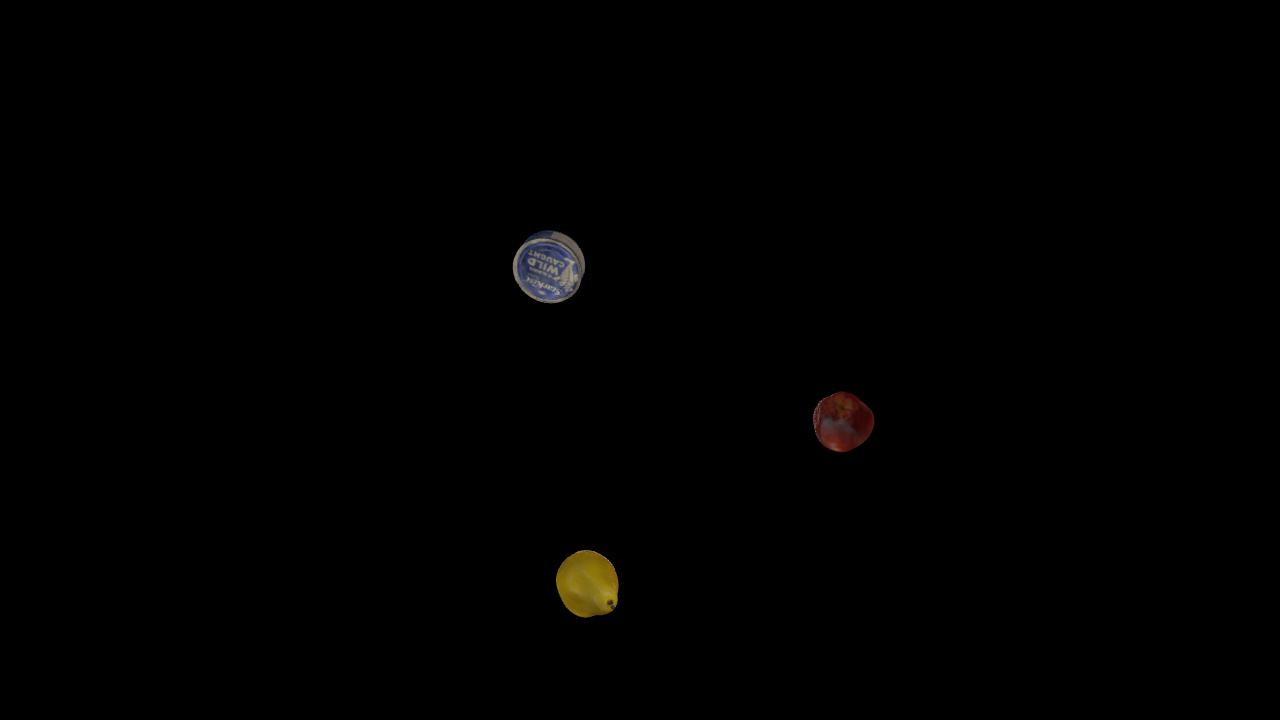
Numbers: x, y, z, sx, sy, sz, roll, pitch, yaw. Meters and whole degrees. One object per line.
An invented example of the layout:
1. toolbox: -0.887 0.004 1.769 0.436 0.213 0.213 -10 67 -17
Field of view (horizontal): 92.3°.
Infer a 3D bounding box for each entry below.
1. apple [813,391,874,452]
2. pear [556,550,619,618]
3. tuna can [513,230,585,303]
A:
1. apple: 0.273 0.083 0.826 0.079 0.079 0.093 0 -35 21
2. pear: -0.050 0.279 0.741 0.080 0.080 0.111 0 11 -37
3. tuna can: -0.110 -0.113 0.748 0.084 0.084 0.034 0 31 6
